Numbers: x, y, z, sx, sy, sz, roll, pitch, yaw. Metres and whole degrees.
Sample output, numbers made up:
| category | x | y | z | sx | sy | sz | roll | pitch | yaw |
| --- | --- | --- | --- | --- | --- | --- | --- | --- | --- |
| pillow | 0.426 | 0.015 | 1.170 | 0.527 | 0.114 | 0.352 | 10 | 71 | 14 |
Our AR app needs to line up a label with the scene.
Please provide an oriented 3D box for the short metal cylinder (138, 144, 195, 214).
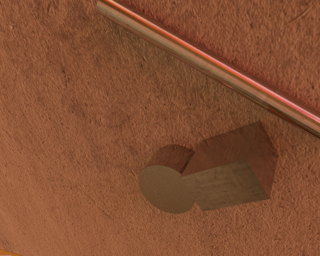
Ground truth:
| category | x | y | z | sx | sy | sz | roll | pitch | yaw |
| --- | --- | --- | --- | --- | --- | --- | --- | --- | --- |
| short metal cylinder | 0.018 | 0.069 | 0.423 | 0.080 | 0.050 | 0.079 | 13 | 124 | 20 |

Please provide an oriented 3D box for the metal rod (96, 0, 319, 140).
| category | x | y | z | sx | sy | sz | roll | pitch | yaw |
| --- | --- | --- | --- | --- | --- | --- | --- | --- | --- |
| metal rod | 0.063 | -0.064 | 0.333 | 0.301 | 0.025 | 0.025 | 31 | 128 | 7 |

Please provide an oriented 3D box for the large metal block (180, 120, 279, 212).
| category | x | y | z | sx | sy | sz | roll | pitch | yaw |
| --- | --- | --- | --- | --- | --- | --- | --- | --- | --- |
| large metal block | 0.082 | 0.043 | 0.354 | 0.080 | 0.080 | 0.050 | -23 | 106 | 36 |
